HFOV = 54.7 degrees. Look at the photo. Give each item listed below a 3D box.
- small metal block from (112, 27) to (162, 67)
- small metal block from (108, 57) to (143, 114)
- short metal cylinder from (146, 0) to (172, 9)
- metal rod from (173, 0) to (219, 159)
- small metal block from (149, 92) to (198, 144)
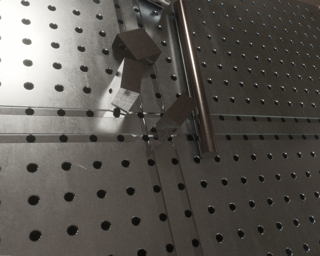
[{"bbox_3d":[-0.034,-0.119,0.464,0.050,0.025,0.050,-29,78,-38],"label":"small metal block"},{"bbox_3d":[-0.045,-0.054,0.402,0.025,0.050,0.050,16,55,-20],"label":"small metal block"},{"bbox_3d":[0.002,-0.253,0.530,0.050,0.080,0.080,21,54,-16],"label":"short metal cylinder"},{"bbox_3d":[0.052,-0.093,0.494,0.025,0.025,0.299,8,58,-25],"label":"metal rod"},{"bbox_3d":[0.018,-0.013,0.411,0.025,0.050,0.050,41,51,-1],"label":"small metal block"}]
